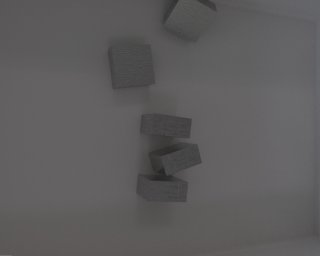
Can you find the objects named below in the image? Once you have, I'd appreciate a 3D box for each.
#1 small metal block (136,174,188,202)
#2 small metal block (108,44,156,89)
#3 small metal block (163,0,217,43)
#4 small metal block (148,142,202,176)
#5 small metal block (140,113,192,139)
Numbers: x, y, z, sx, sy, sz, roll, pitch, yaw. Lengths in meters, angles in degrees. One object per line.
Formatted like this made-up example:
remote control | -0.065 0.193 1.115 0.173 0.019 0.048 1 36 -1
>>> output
small metal block | 0.002 0.077 0.398 0.050 0.050 0.025 6 88 -20
small metal block | -0.037 -0.078 0.397 0.050 0.025 0.050 -8 93 -20
small metal block | 0.039 -0.149 0.409 0.050 0.050 0.025 22 41 -19
small metal block | 0.019 0.039 0.404 0.050 0.050 0.025 -17 96 -19
small metal block | 0.006 -0.002 0.399 0.050 0.050 0.025 7 88 -20
